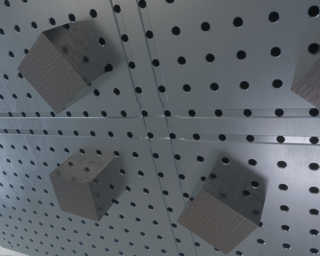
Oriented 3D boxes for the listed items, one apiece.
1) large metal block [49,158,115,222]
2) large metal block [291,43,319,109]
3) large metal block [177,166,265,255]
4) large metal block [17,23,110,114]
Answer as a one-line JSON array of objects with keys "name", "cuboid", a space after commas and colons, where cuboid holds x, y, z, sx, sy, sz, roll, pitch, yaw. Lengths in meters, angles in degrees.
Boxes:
[{"name": "large metal block", "cuboid": [-0.131, 0.104, 0.529, 0.080, 0.050, 0.080, 8, 122, 24]}, {"name": "large metal block", "cuboid": [0.177, -0.050, 0.271, 0.080, 0.050, 0.080, 35, 129, 5]}, {"name": "large metal block", "cuboid": [0.082, 0.112, 0.422, 0.080, 0.050, 0.080, 33, 129, 7]}, {"name": "large metal block", "cuboid": [-0.130, -0.078, 0.416, 0.080, 0.050, 0.080, -34, 100, 38]}]
